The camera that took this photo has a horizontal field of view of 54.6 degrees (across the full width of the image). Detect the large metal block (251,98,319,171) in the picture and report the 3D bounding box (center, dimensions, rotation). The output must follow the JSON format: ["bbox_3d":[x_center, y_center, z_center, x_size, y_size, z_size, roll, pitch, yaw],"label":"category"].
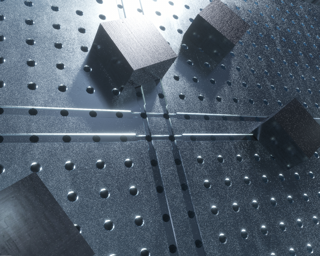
[{"bbox_3d":[0.209,0.009,0.498,0.081,0.050,0.080,-31,79,-38],"label":"large metal block"}]

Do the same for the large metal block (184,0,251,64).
[{"bbox_3d":[0.103,-0.174,0.553,0.080,0.050,0.080,40,51,-1],"label":"large metal block"}]

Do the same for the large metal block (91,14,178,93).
[{"bbox_3d":[-0.037,-0.107,0.437,0.081,0.050,0.080,-27,76,-37],"label":"large metal block"}]

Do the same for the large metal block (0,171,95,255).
[{"bbox_3d":[-0.108,0.095,0.257,0.050,0.080,0.080,-33,81,-38],"label":"large metal block"}]
